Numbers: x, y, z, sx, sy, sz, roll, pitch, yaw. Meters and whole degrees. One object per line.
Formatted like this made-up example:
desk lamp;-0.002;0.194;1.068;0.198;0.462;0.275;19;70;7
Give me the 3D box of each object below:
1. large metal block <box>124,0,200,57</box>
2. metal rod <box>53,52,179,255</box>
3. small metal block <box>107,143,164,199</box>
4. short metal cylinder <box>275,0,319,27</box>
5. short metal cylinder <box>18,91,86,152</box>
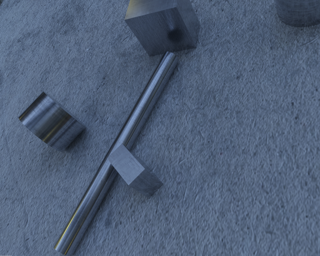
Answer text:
large metal block;0.006;-0.158;0.462;0.080;0.080;0.050;-4;60;26
metal rod;-0.050;0.022;0.416;0.025;0.025;0.300;16;70;34
small metal block;-0.029;0.052;0.371;0.025;0.050;0.050;-45;51;-3
short metal cylinder;0.190;-0.178;0.398;0.080;0.050;0.080;-13;56;21
short metal cylinder;-0.157;-0.009;0.457;0.050;0.080;0.080;-49;52;-6
